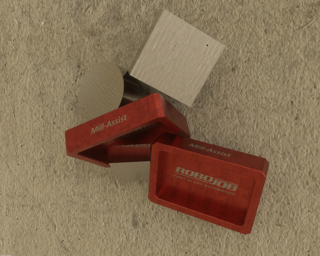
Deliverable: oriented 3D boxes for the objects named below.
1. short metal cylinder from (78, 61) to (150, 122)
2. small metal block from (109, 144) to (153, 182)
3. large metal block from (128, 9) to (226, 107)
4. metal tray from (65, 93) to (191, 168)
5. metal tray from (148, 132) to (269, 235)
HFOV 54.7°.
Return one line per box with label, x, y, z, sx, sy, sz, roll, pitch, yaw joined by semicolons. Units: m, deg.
short metal cylinder;-0.060;-0.041;0.405;0.080;0.050;0.080;-7;78;35
small metal block;-0.033;0.046;0.399;0.050;0.050;0.025;-4;53;7
large metal block;0.017;-0.083;0.371;0.080;0.050;0.080;27;100;-15
metal tray;-0.038;0.009;0.385;0.130;0.090;0.030;-21;65;18
metal tray;0.053;0.064;0.369;0.130;0.030;0.089;15;119;19
